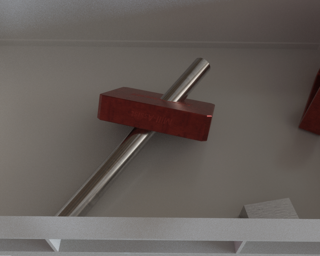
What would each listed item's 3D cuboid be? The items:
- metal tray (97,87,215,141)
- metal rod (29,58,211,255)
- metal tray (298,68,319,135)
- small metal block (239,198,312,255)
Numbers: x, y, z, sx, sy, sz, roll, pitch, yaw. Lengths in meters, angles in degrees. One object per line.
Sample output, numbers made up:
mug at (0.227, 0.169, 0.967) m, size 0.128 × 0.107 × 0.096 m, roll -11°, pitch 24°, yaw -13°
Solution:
metal tray at (0.000, -0.021, 0.389) m, size 0.131 × 0.030 × 0.090 m, roll 12°, pitch 15°, yaw 9°
metal rod at (-0.030, 0.017, 0.366) m, size 0.025 × 0.025 × 0.301 m, roll 30°, pitch 63°, yaw 22°
metal tray at (0.232, -0.064, 0.419) m, size 0.030 × 0.089 × 0.130 m, roll 23°, pitch 54°, yaw 18°
small metal block at (0.116, 0.104, 0.319) m, size 0.050 × 0.025 × 0.050 m, roll -7°, pitch 51°, yaw -7°
